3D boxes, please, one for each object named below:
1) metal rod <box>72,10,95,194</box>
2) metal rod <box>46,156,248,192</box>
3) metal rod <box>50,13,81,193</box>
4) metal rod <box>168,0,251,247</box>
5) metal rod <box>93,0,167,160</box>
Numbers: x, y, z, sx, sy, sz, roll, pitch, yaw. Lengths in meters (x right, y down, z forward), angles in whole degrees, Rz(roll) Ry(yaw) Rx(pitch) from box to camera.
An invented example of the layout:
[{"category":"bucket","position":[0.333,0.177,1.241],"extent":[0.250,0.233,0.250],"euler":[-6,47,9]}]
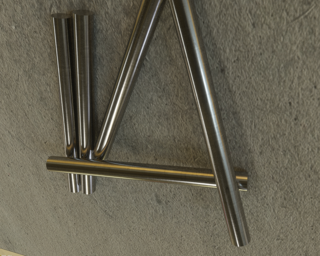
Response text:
[{"category":"metal rod","position":[-0.108,-0.016,0.453],"extent":[0.025,0.025,0.298],"euler":[19,126,17]},{"category":"metal rod","position":[-0.031,0.062,0.441],"extent":[0.301,0.025,0.025],"euler":[2,120,20]},{"category":"metal rod","position":[-0.136,-0.017,0.468],"extent":[0.025,0.025,0.298],"euler":[18,126,17]},{"category":"metal rod","position":[0.061,0.005,0.354],"extent":[0.025,0.025,0.298],"euler":[-7,108,31]},{"category":"metal rod","position":[-0.041,-0.065,0.387],"extent":[0.025,0.025,0.298],"euler":[32,129,7]}]
